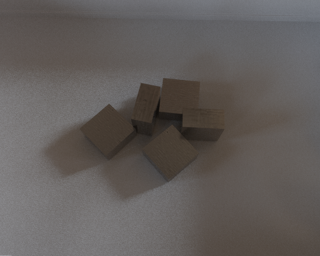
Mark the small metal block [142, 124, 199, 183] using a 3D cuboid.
[{"bbox_3d":[0.013,0.033,0.395,0.050,0.025,0.050,-39,75,-13],"label":"small metal block"}]

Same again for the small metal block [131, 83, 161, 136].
[{"bbox_3d":[-0.017,-0.023,0.402,0.025,0.050,0.050,12,71,4],"label":"small metal block"}]

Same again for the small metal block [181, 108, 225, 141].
[{"bbox_3d":[0.052,-0.003,0.396,0.050,0.050,0.025,3,70,1],"label":"small metal block"}]

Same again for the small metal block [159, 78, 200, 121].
[{"bbox_3d":[0.026,-0.038,0.422,0.050,0.025,0.050,6,70,2],"label":"small metal block"}]

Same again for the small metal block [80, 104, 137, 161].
[{"bbox_3d":[-0.067,0.005,0.405,0.050,0.025,0.050,-43,76,-14],"label":"small metal block"}]
